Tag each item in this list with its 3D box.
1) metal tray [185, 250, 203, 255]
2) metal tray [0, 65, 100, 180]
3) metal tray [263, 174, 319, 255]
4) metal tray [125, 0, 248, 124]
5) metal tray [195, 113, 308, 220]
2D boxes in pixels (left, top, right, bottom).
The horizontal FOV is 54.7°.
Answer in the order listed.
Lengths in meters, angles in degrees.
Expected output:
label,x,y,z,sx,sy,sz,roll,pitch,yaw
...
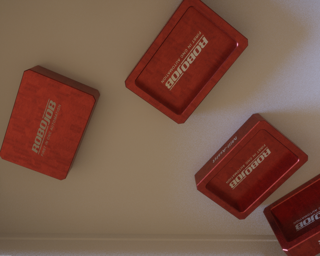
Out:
label,x,y,z,sx,sy,sz,roll,pitch,yaw
metal tray,0.069,0.272,0.511,0.090,0.030,0.130,-42,105,14
metal tray,-0.144,-0.004,0.406,0.090,0.030,0.129,23,108,-8
metal tray,0.215,0.113,0.419,0.130,0.090,0.030,-37,106,12
metal tray,0.030,-0.081,0.378,0.090,0.030,0.129,35,106,-12
metal tray,0.123,0.056,0.429,0.090,0.030,0.130,37,106,-13
